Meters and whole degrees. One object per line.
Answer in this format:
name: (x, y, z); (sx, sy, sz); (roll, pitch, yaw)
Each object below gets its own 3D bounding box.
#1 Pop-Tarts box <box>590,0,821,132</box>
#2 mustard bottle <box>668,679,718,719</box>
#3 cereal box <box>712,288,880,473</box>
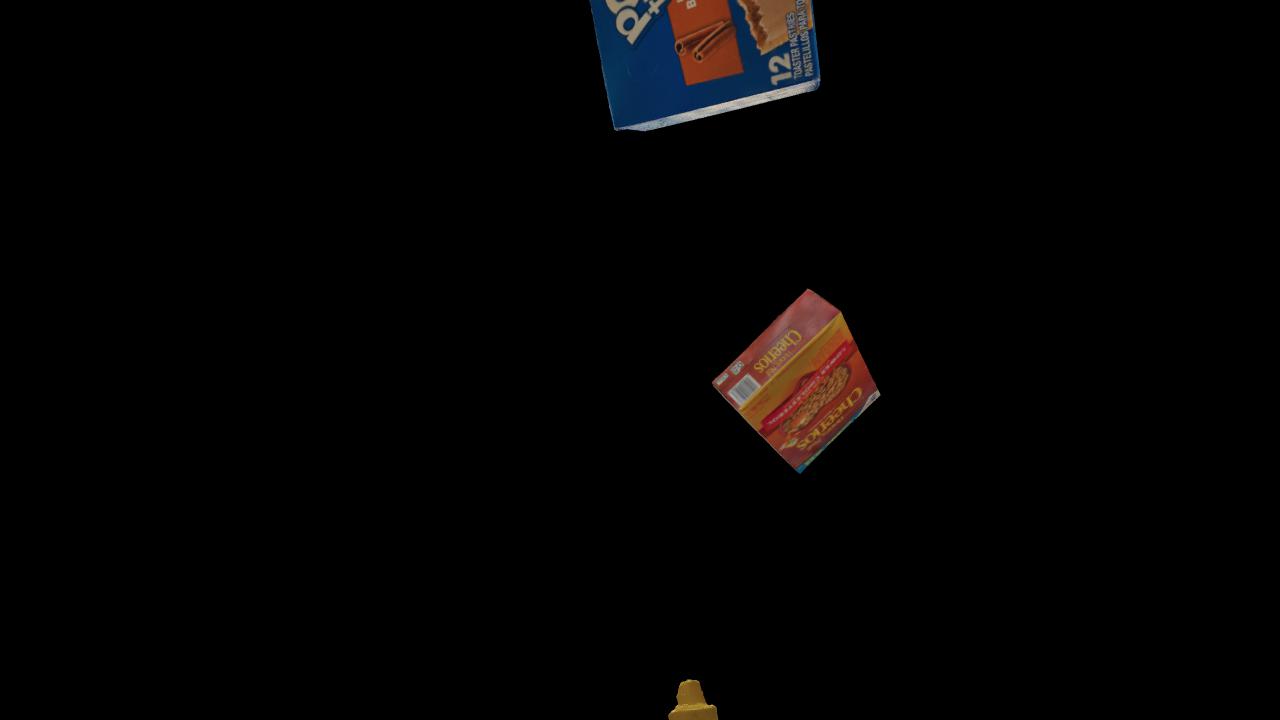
Pop-Tarts box: (0.041, -0.256, 0.417); (0.141, 0.167, 0.083); (-6, 15, 19)
mustard bottle: (0.053, 0.363, 0.502); (0.054, 0.184, 0.092); (-12, -31, 10)
cereal box: (0.263, 0.048, 0.986); (0.081, 0.203, 0.306); (48, 4, 41)
